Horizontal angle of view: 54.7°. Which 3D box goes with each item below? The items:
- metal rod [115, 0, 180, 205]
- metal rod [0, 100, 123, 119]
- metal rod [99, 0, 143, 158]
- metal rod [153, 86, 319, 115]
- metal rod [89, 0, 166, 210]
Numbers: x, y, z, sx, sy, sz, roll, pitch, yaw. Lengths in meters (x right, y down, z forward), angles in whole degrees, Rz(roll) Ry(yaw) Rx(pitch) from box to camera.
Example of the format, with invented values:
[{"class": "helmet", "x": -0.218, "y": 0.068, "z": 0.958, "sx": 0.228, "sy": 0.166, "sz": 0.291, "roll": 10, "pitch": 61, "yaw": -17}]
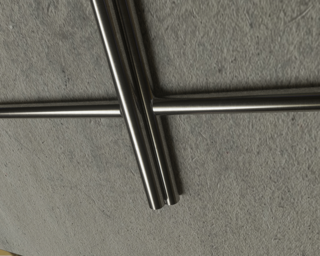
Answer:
[{"class": "metal rod", "x": -0.013, "y": -0.023, "z": 0.400, "sx": 0.025, "sy": 0.025, "sz": 0.298, "roll": 1, "pitch": 119, "yaw": 27}, {"class": "metal rod", "x": -0.181, "y": -0.027, "z": 0.484, "sx": 0.301, "sy": 0.025, "sz": 0.025, "roll": 1, "pitch": 119, "yaw": 27}, {"class": "metal rod", "x": -0.036, "y": -0.029, "z": 0.409, "sx": 0.025, "sy": 0.025, "sz": 0.298, "roll": 1, "pitch": 119, "yaw": 27}, {"class": "metal rod", "x": 0.130, "y": -0.029, "z": 0.322, "sx": 0.300, "sy": 0.025, "sz": 0.025, "roll": 0, "pitch": 118, "yaw": 28}, {"class": "metal rod", "x": -0.035, "y": -0.020, "z": 0.387, "sx": 0.025, "sy": 0.025, "sz": 0.298, "roll": 1, "pitch": 119, "yaw": 27}]
